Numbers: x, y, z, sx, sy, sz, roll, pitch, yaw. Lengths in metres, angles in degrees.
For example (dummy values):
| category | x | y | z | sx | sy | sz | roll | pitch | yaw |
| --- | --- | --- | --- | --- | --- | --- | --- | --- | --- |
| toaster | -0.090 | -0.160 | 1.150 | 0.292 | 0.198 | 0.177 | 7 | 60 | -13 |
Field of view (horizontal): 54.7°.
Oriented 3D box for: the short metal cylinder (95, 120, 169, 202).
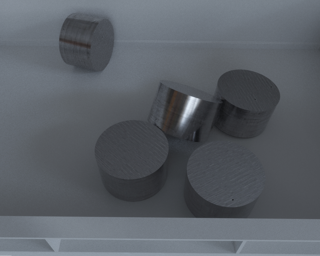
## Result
| category | x | y | z | sx | sy | sz | roll | pitch | yaw |
| --- | --- | --- | --- | --- | --- | --- | --- | --- | --- |
| short metal cylinder | -0.031 | 0.037 | 0.357 | 0.081 | 0.050 | 0.080 | 0 | 50 | 0 |

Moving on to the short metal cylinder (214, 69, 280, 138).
| category | x | y | z | sx | sy | sz | roll | pitch | yaw |
| --- | --- | --- | --- | --- | --- | --- | --- | --- | --- |
| short metal cylinder | 0.111 | -0.034 | 0.414 | 0.081 | 0.050 | 0.080 | 3 | 48 | -4 |

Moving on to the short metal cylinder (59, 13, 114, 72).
| category | x | y | z | sx | sy | sz | roll | pitch | yaw |
| --- | --- | --- | --- | --- | --- | --- | --- | --- | --- |
| short metal cylinder | -0.111 | -0.132 | 0.479 | 0.050 | 0.080 | 0.080 | 15 | 52 | 11 |

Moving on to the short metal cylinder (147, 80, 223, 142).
| category | x | y | z | sx | sy | sz | roll | pitch | yaw |
| --- | --- | --- | --- | --- | --- | --- | --- | --- | --- |
| short metal cylinder | 0.030 | -0.022 | 0.383 | 0.080 | 0.050 | 0.080 | 17 | 16 | -5 |

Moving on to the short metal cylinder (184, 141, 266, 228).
| category | x | y | z | sx | sy | sz | roll | pitch | yaw |
| --- | --- | --- | --- | --- | --- | --- | --- | --- | --- |
| short metal cylinder | 0.068 | 0.061 | 0.339 | 0.081 | 0.050 | 0.080 | 0 | 50 | 0 |
